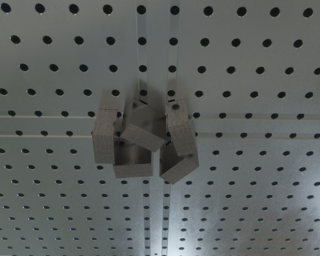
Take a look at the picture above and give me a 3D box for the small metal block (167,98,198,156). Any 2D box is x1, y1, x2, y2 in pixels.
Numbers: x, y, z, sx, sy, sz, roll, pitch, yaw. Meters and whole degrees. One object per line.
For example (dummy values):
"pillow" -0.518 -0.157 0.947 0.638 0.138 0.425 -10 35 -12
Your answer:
"small metal block" 0.028 -0.001 0.394 0.025 0.050 0.050 -13 128 10

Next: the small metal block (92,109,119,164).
"small metal block" -0.070 0.011 0.404 0.025 0.050 0.050 3 131 -2

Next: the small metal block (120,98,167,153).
"small metal block" -0.020 -0.004 0.392 0.050 0.050 0.025 27 126 -21

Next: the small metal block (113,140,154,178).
"small metal block" -0.035 0.041 0.429 0.050 0.050 0.025 -4 130 3

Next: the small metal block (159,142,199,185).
"small metal block" 0.026 0.042 0.430 0.025 0.050 0.050 35 122 -25
